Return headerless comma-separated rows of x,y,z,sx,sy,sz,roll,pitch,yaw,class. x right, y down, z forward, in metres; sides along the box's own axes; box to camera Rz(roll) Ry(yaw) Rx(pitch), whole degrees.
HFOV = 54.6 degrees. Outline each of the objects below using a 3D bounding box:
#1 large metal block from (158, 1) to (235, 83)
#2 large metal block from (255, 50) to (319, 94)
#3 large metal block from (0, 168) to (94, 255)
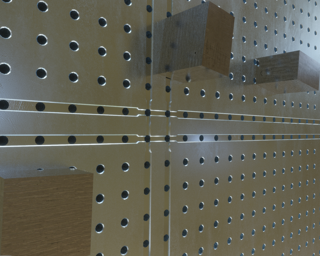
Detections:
0.047,-0.108,0.411,0.050,0.080,0.080,12,82,-39,large metal block
0.233,-0.098,0.567,0.081,0.080,0.050,12,83,-39,large metal block
-0.114,0.083,0.297,0.081,0.050,0.080,3,88,-40,large metal block
